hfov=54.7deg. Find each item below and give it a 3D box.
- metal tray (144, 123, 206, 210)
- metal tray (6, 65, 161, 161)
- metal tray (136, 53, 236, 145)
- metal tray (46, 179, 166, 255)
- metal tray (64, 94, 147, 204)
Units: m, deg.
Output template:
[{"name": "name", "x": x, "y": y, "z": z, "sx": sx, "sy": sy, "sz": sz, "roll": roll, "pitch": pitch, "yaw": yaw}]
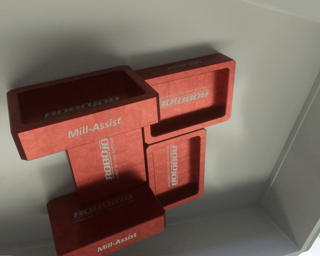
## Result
[{"name": "metal tray", "x": 0.019, "y": 0.058, "z": 0.451, "sx": 0.091, "sy": 0.030, "sz": 0.129, "roll": -16, "pitch": 125, "yaw": -20}, {"name": "metal tray", "x": -0.076, "y": -0.022, "z": 0.307, "sx": 0.131, "sy": 0.090, "sz": 0.030, "roll": -17, "pitch": 125, "yaw": -19}, {"name": "metal tray", "x": 0.032, "y": -0.039, "z": 0.398, "sx": 0.131, "sy": 0.030, "sz": 0.089, "roll": -16, "pitch": 125, "yaw": -20}, {"name": "metal tray", "x": -0.069, "y": 0.112, "z": 0.396, "sx": 0.131, "sy": 0.090, "sz": 0.030, "roll": -16, "pitch": 125, "yaw": -20}, {"name": "metal tray", "x": -0.068, "y": 0.026, "z": 0.382, "sx": 0.091, "sy": 0.030, "sz": 0.129, "roll": -16, "pitch": 125, "yaw": -20}]
